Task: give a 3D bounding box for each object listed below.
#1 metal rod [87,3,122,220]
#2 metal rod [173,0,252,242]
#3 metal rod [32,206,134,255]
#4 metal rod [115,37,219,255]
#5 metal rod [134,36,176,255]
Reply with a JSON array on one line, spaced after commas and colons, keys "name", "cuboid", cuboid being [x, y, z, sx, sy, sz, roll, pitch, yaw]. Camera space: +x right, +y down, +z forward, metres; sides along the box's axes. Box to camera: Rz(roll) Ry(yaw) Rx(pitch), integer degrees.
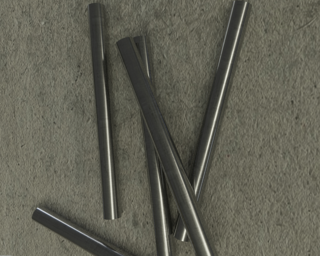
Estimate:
[{"name": "metal rod", "cuboid": [-0.078, -0.024, 0.436, 0.025, 0.025, 0.298, -5, 88, 20]}, {"name": "metal rod", "cuboid": [0.064, -0.004, 0.386, 0.025, 0.025, 0.298, 15, 95, 19]}, {"name": "metal rod", "cuboid": [-0.053, 0.182, 0.427, 0.301, 0.025, 0.025, 21, 97, 18]}, {"name": "metal rod", "cuboid": [0.008, 0.028, 0.378, 0.025, 0.025, 0.299, -24, 82, 18]}, {"name": "metal rod", "cuboid": [-0.008, 0.028, 0.411, 0.025, 0.025, 0.298, -8, 87, 20]}]
